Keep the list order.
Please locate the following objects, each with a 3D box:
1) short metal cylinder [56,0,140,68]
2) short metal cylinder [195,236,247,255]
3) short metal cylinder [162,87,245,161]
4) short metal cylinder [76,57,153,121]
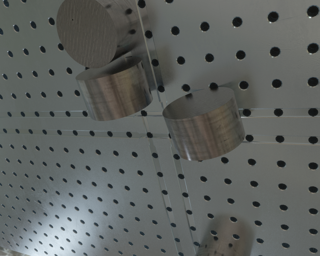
[{"bbox_3d":[-0.071,-0.116,0.361,0.080,0.050,0.079,13,124,21],"label":"short metal cylinder"},{"bbox_3d":[0.092,0.217,0.481,0.080,0.050,0.079,13,124,21],"label":"short metal cylinder"},{"bbox_3d":[0.049,-0.007,0.346,0.080,0.080,0.050,-7,115,31],"label":"short metal cylinder"},{"bbox_3d":[-0.054,-0.049,0.374,0.080,0.080,0.050,-1,118,29],"label":"short metal cylinder"}]
